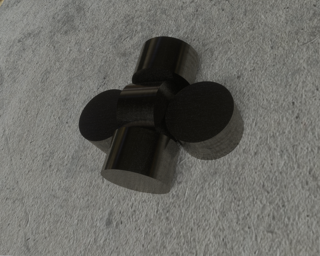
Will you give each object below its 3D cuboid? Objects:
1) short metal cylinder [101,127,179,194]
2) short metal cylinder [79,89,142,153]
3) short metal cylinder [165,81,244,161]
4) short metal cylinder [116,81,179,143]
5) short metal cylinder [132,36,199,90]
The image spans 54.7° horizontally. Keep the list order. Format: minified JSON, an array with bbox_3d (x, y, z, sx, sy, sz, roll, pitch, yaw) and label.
[{"bbox_3d":[-0.022,0.040,0.358,0.080,0.080,0.050,0,61,28],"label":"short metal cylinder"},{"bbox_3d":[-0.063,-0.006,0.427,0.080,0.050,0.080,-13,56,20],"label":"short metal cylinder"},{"bbox_3d":[0.053,-0.008,0.366,0.080,0.050,0.080,-13,56,21],"label":"short metal cylinder"},{"bbox_3d":[-0.010,-0.018,0.387,0.050,0.080,0.080,0,62,29],"label":"short metal cylinder"},{"bbox_3d":[0.008,-0.075,0.413,0.080,0.080,0.050,0,62,28],"label":"short metal cylinder"}]
